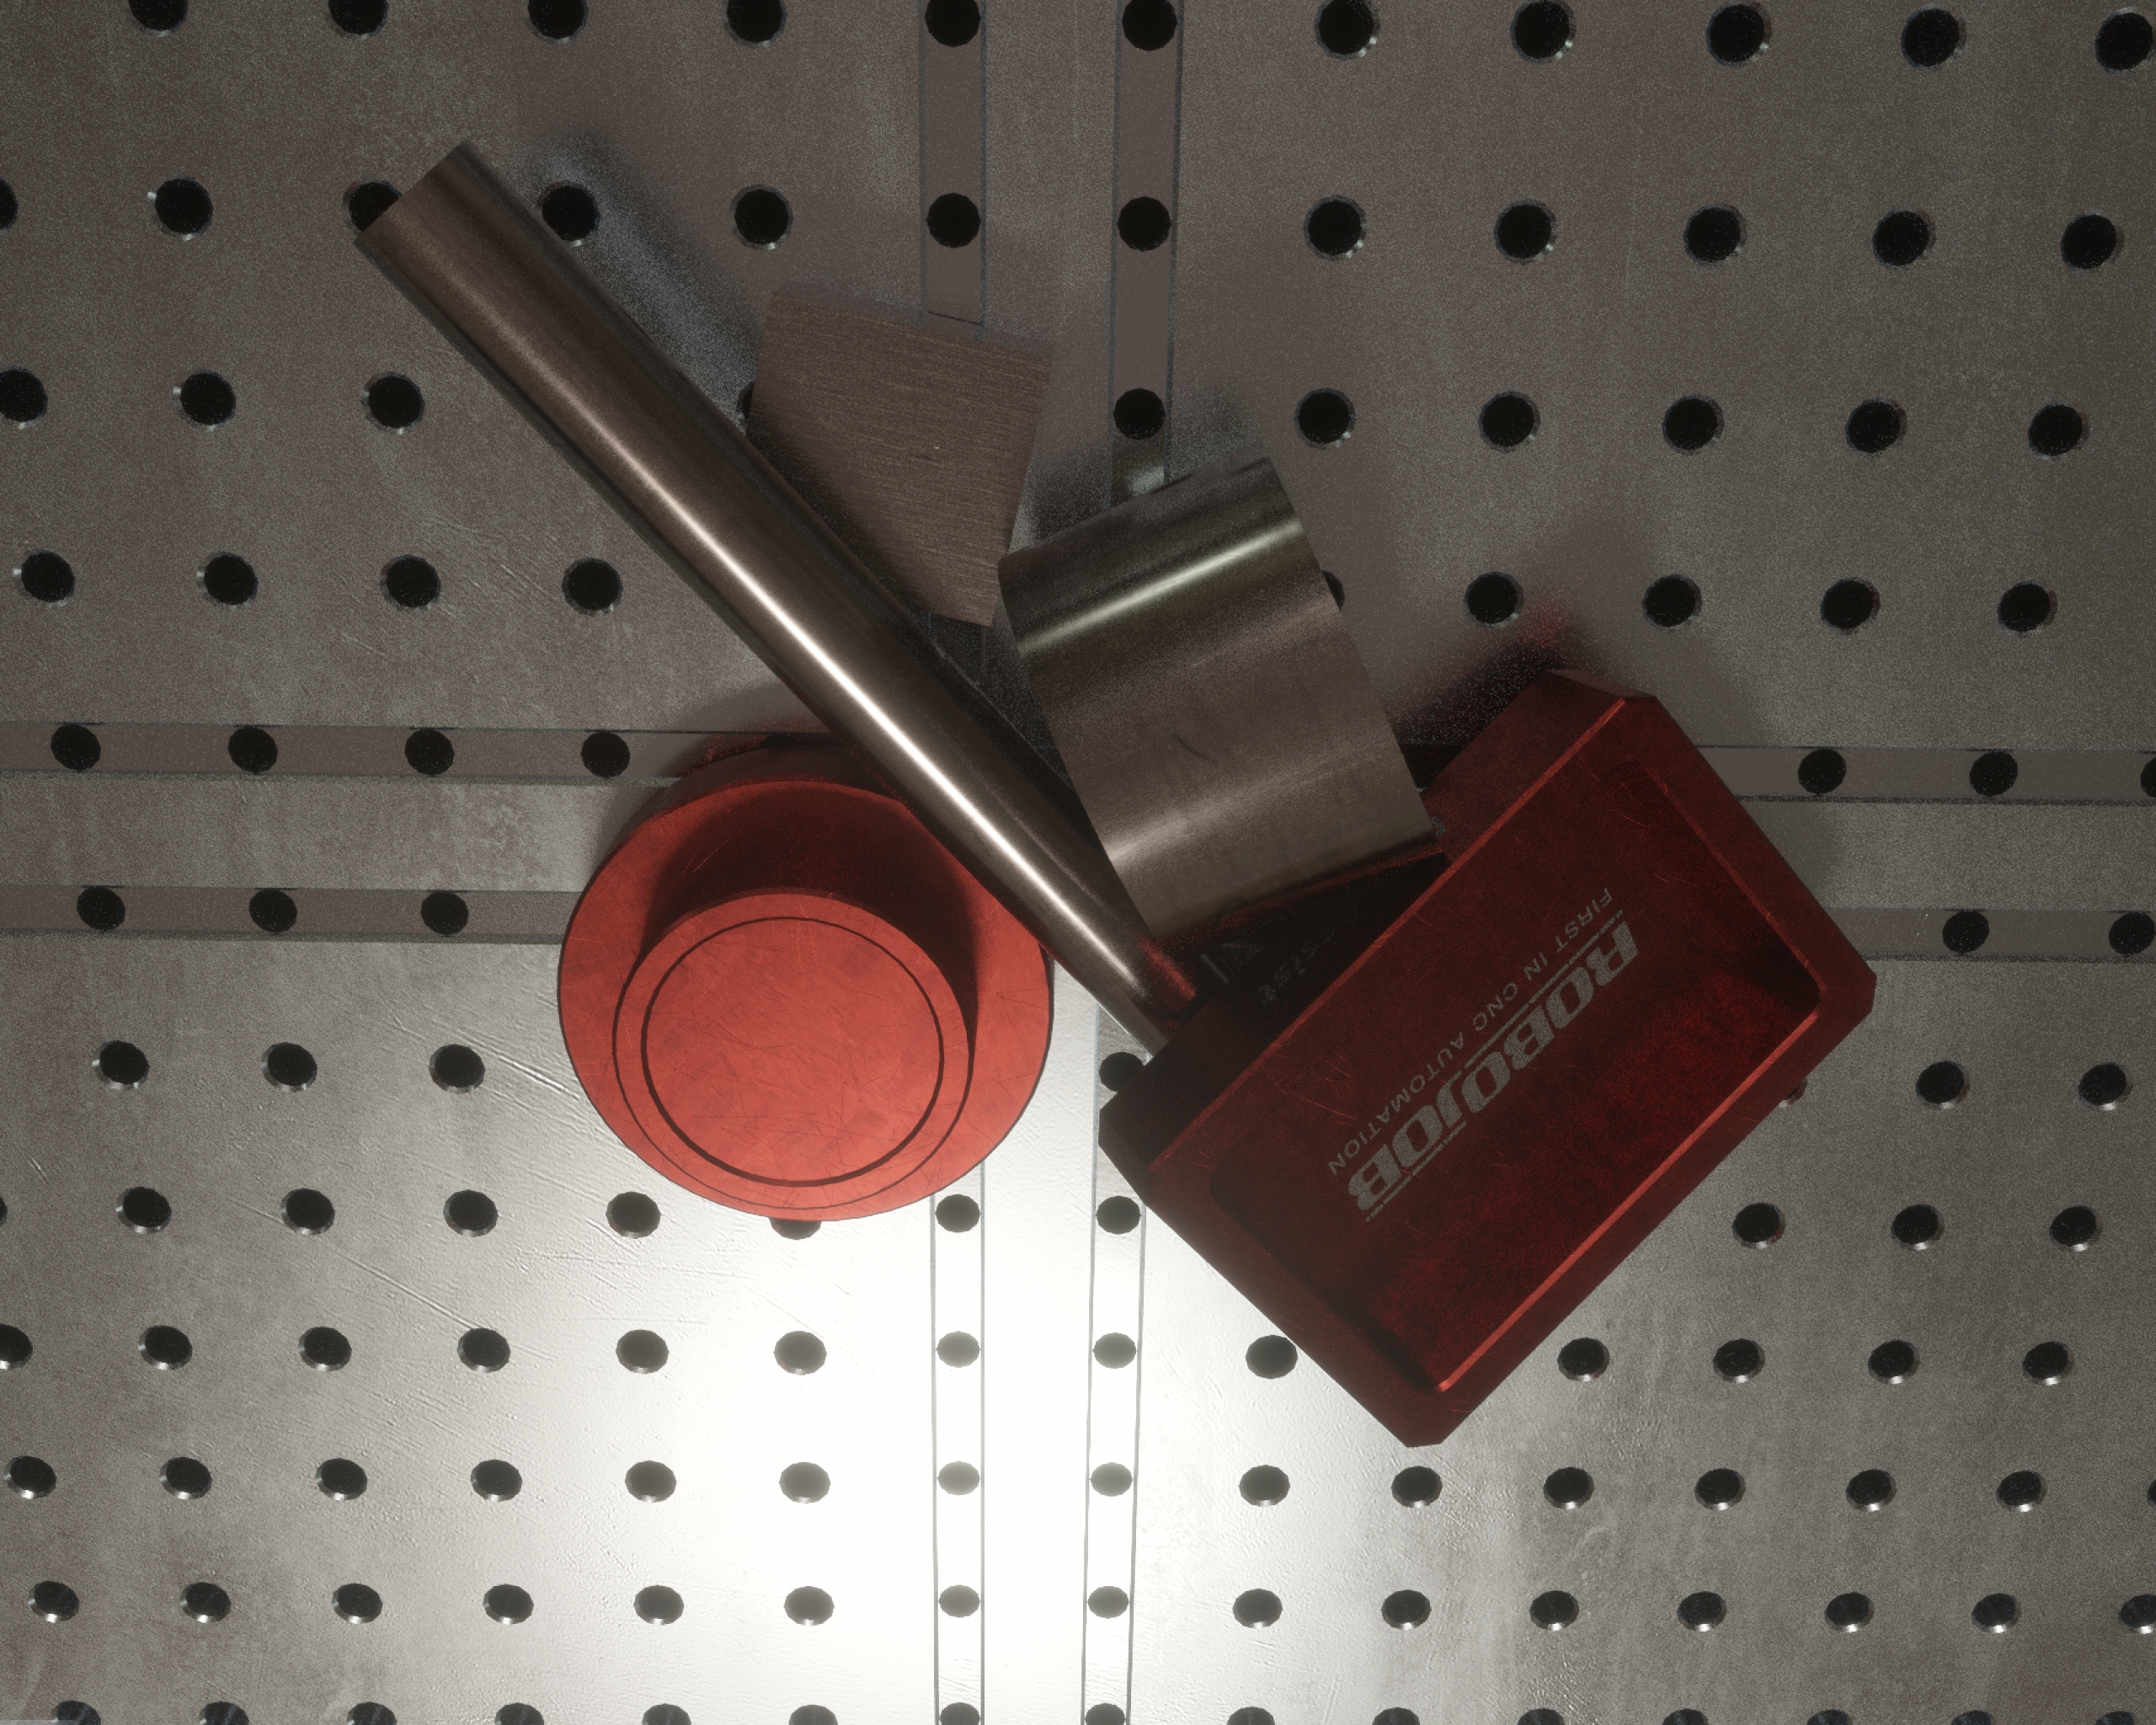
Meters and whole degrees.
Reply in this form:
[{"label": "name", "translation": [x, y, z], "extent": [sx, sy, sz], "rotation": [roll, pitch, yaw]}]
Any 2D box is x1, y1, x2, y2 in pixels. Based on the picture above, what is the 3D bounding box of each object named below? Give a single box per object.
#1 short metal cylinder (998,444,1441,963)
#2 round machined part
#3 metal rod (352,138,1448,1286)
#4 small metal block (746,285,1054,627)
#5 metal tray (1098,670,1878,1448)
[{"label": "short metal cylinder", "translation": [0.026, -0.028, 0.374], "extent": [0.050, 0.080, 0.080], "rotation": [-24, 109, 8]}, {"label": "round machined part", "translation": [-0.054, 0.029, 0.413], "extent": [0.099, 0.042, 0.097], "rotation": [0, 110, -1]}, {"label": "metal rod", "translation": [-0.012, -0.007, 0.393], "extent": [0.025, 0.025, 0.300], "rotation": [-38, 114, 12]}, {"label": "small metal block", "translation": [-0.035, -0.076, 0.385], "extent": [0.050, 0.025, 0.050], "rotation": [12, 110, -5]}, {"label": "metal tray", "translation": [0.080, 0.038, 0.403], "extent": [0.130, 0.030, 0.090], "rotation": [-45, 113, -2]}]
